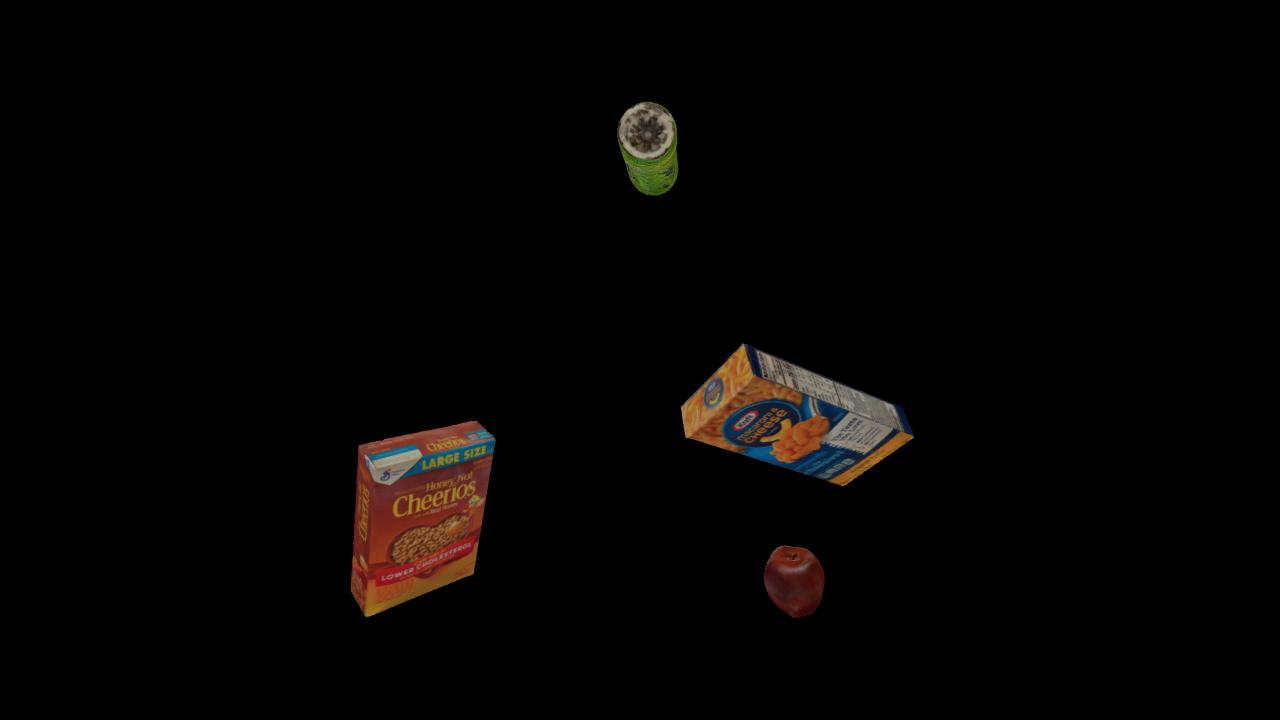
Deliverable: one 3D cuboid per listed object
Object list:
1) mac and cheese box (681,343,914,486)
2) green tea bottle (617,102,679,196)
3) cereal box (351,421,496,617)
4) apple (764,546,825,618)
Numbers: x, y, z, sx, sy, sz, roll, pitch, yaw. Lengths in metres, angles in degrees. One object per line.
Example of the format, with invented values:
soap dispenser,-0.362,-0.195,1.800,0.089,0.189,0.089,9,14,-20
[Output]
mac and cheese box,0.137,0.053,0.532,0.184,0.041,0.093,19,-46,-25
green tea bottle,0.016,-0.259,0.794,0.073,0.073,0.212,0,1,6
cereal box,-0.366,0.262,1.033,0.203,0.306,0.081,-9,34,-44
apple,0.203,0.291,0.809,0.079,0.093,0.079,-7,20,3
